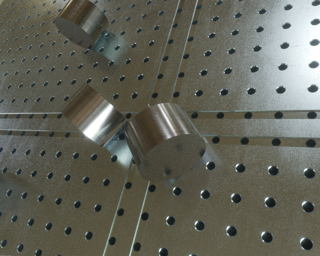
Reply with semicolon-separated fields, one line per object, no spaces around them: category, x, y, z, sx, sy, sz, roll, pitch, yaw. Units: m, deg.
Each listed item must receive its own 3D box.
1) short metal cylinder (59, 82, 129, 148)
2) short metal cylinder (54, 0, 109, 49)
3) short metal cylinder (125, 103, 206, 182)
short metal cylinder;-0.090;-0.017;0.429;0.050;0.080;0.080;-48;52;-5
short metal cylinder;-0.141;-0.189;0.560;0.080;0.080;0.050;17;71;34
short metal cylinder;0.006;0.017;0.358;0.080;0.080;0.050;-33;52;6
